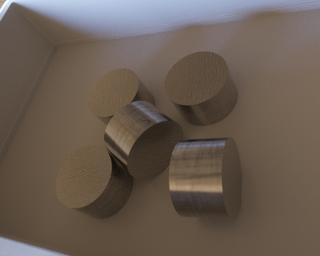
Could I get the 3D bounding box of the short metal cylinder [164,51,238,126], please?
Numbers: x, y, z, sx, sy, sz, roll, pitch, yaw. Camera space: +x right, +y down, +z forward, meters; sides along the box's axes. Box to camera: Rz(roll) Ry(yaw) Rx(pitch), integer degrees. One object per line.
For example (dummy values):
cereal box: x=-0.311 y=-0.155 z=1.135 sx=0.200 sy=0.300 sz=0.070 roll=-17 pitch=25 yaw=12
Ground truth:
short metal cylinder: x=0.053 y=-0.049 z=0.393 sx=0.080 sy=0.050 sz=0.080 roll=-13 pitch=56 yaw=21

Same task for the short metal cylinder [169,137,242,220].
short metal cylinder: x=0.049 y=0.050 z=0.314 sx=0.050 sy=0.080 sz=0.080 roll=-4 pitch=60 yaw=26

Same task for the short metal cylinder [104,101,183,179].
short metal cylinder: x=-0.019 y=0.014 z=0.372 sx=0.080 sy=0.080 sz=0.050 roll=-47 pitch=51 yaw=-5

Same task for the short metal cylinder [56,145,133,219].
short metal cylinder: x=-0.082 y=0.068 z=0.391 sx=0.080 sy=0.050 sz=0.080 roll=-13 pitch=56 yaw=21

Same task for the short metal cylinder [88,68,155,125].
short metal cylinder: x=-0.054 y=-0.038 z=0.441 sx=0.080 sy=0.050 sz=0.080 roll=-13 pitch=56 yaw=21
